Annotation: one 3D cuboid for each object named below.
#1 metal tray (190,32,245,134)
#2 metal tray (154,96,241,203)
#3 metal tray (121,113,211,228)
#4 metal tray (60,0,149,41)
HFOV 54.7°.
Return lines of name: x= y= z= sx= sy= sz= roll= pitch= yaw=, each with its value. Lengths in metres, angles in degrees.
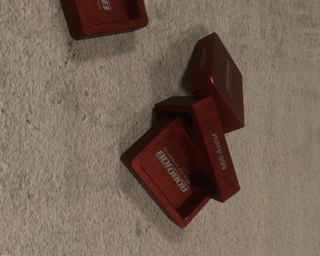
metal tray: x=0.085 y=-0.066 z=0.439 sx=0.090 sy=0.030 sz=0.130 roll=49 pitch=35 yaw=-29
metal tray: x=0.046 y=0.024 z=0.400 sx=0.030 sy=0.090 sz=0.129 roll=-28 pitch=108 yaw=-26
metal tray: x=0.021 y=0.057 z=0.409 sx=0.090 sy=0.030 sz=0.130 roll=-44 pitch=117 yaw=-18
metal tray: x=-0.070 y=-0.170 z=0.343 sx=0.091 sy=0.030 sz=0.129 roll=-24 pitch=105 yaw=-38
